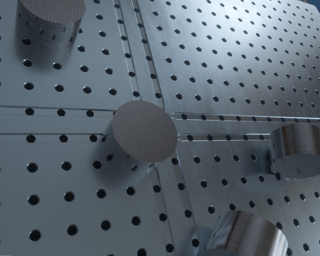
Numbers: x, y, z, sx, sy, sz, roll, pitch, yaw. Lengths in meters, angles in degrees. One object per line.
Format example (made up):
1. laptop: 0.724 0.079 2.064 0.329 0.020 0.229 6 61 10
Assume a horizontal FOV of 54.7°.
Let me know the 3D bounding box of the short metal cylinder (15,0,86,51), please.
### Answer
1. short metal cylinder: -0.144 -0.149 0.406 0.081 0.050 0.080 14 56 -21

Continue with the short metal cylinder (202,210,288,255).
1. short metal cylinder: 0.093 0.137 0.341 0.080 0.080 0.050 40 51 -2

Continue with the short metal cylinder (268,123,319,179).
1. short metal cylinder: 0.206 0.036 0.465 0.081 0.080 0.050 19 54 -18

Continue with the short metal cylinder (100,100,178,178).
1. short metal cylinder: -0.026 0.014 0.371 0.081 0.050 0.080 14 56 -21
